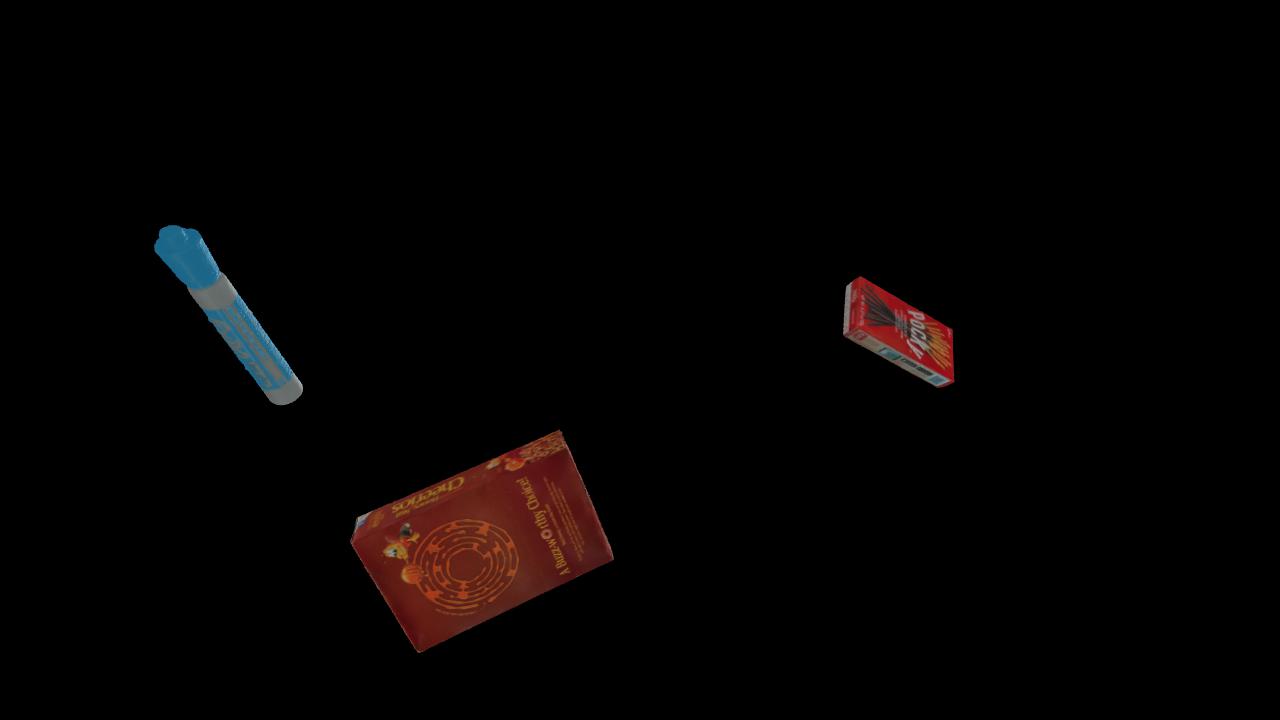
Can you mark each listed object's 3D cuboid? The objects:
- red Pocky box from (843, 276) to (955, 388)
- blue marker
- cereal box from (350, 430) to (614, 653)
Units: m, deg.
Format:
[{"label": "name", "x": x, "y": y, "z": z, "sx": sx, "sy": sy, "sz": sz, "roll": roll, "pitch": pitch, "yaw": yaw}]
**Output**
[{"label": "red Pocky box", "x": 0.316, "y": -0.034, "z": 0.746, "sx": 0.155, "sy": 0.083, "sz": 0.028, "roll": 25, "pitch": -35, "yaw": -15}, {"label": "blue marker", "x": -0.207, "y": -0.019, "z": 0.315, "sx": 0.020, "sy": 0.020, "sz": 0.121, "roll": 0, "pitch": -39, "yaw": -1}, {"label": "cereal box", "x": -0.213, "y": 0.253, "z": 0.870, "sx": 0.306, "sy": 0.203, "sz": 0.081, "roll": -23, "pitch": 21, "yaw": -8}]
